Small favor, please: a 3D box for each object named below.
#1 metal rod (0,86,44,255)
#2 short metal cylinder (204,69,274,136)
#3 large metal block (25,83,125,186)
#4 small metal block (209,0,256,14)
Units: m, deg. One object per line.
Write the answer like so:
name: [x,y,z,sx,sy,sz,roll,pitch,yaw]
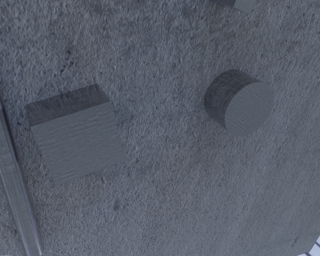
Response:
metal rod: [-0.167,0.039,0.340,0.025,0.025,0.298,-13,124,-22]
short metal cylinder: [0.109,-0.035,0.431,0.081,0.050,0.079,-14,125,-21]
large metal block: [-0.092,0.006,0.345,0.081,0.050,0.079,-20,127,-17]
small metal block: [0.085,-0.159,0.341,0.025,0.050,0.050,8,114,-32]
